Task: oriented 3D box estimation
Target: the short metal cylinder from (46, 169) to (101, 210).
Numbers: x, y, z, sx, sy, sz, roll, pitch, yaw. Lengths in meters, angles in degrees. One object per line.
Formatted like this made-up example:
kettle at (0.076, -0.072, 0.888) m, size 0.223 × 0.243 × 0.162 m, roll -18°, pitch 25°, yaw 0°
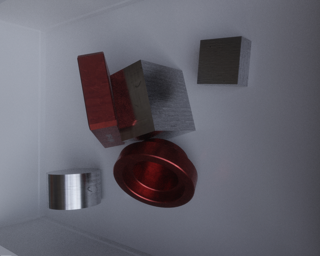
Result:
short metal cylinder at (-0.132, 0.092, 0.477) m, size 0.080 × 0.081 × 0.050 m, roll -3°, pitch 88°, yaw 39°

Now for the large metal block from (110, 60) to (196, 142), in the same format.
large metal block at (-0.007, -0.029, 0.374) m, size 0.050 × 0.081 × 0.080 m, roll -19°, pitch 78°, yaw 36°

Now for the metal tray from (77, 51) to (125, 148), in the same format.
metal tray at (-0.073, -0.029, 0.404) m, size 0.030 × 0.130 × 0.090 m, roll -11°, pitch 78°, yaw -5°

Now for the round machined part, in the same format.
round machined part at (-0.003, 0.050, 0.374) m, size 0.098 × 0.042 × 0.097 m, roll 11°, pitch 135°, yaw 11°

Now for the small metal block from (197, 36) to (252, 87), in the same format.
small metal block at (0.071, -0.073, 0.347) m, size 0.050 × 0.025 × 0.050 m, roll 7°, pitch 95°, yaw 39°
